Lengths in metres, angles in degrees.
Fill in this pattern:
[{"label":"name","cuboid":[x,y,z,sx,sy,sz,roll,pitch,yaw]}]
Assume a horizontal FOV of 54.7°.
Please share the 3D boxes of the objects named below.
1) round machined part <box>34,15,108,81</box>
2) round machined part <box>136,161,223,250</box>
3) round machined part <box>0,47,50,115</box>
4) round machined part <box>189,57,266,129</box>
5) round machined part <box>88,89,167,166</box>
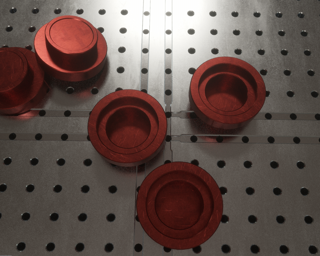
[{"label":"round machined part","cuboid":[-0.123,-0.117,0.431,0.099,0.042,0.098,7,62,-13]},{"label":"round machined part","cuboid":[0.022,0.092,0.369,0.099,0.042,0.098,0,70,-1]},{"label":"round machined part","cuboid":[-0.208,-0.071,0.426,0.099,0.042,0.098,0,70,-1]},{"label":"round machined part","cuboid":[0.088,-0.044,0.420,0.099,0.042,0.098,0,70,0]},{"label":"round machined part","cuboid":[-0.040,0.002,0.401,0.099,0.042,0.098,0,70,-1]}]
